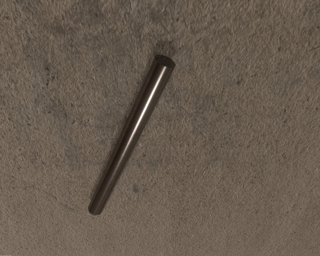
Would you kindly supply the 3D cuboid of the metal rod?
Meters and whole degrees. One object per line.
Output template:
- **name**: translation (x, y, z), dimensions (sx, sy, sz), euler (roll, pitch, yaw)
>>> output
- **metal rod**: translation (-0.051, 0.031, 0.432), dimensions (0.025, 0.025, 0.298), euler (17, 128, -15)
